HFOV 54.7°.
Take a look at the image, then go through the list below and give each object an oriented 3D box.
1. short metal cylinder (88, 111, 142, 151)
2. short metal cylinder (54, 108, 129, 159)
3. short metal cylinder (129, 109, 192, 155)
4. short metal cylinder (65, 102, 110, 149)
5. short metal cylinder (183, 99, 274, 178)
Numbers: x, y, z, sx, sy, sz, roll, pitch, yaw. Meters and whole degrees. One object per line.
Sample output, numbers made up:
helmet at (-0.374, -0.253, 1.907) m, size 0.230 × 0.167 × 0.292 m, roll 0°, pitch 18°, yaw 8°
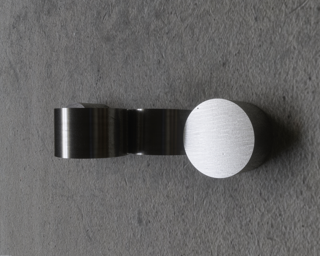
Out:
short metal cylinder at (-0.060, 0.003, 0.421) m, size 0.080 × 0.081 × 0.050 m, roll 1°, pitch 91°, yaw 40°
short metal cylinder at (-0.074, 0.004, 0.342) m, size 0.080 × 0.081 × 0.050 m, roll 1°, pitch 92°, yaw 40°
short metal cylinder at (0.001, 0.004, 0.370) m, size 0.080 × 0.081 × 0.050 m, roll 1°, pitch 90°, yaw 40°
short metal cylinder at (-0.112, 0.001, 0.483) m, size 0.080 × 0.050 × 0.080 m, roll 0°, pitch 90°, yaw 39°
short metal cylinder at (0.072, 0.010, 0.330) m, size 0.080 × 0.050 × 0.080 m, roll 1°, pitch 91°, yaw 39°
